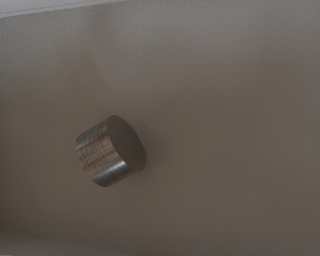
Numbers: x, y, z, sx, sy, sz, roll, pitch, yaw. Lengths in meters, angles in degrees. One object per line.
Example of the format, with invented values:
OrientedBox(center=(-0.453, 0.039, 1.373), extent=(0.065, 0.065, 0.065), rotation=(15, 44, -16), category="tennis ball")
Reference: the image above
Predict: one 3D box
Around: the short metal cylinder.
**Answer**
OrientedBox(center=(-0.062, 0.030, 0.404), extent=(0.050, 0.080, 0.080), rotation=(-30, 80, 18), category="short metal cylinder")
